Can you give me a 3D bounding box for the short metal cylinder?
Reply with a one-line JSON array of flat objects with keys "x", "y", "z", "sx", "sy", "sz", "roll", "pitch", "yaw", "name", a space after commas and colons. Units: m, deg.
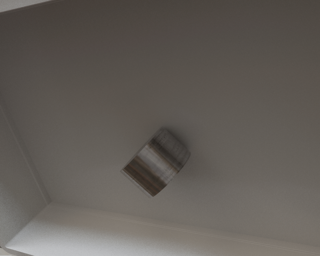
[{"x": -0.006, "y": 0.044, "z": 0.402, "sx": 0.050, "sy": 0.080, "sz": 0.080, "roll": 43, "pitch": 129, "yaw": -2, "name": "short metal cylinder"}]
